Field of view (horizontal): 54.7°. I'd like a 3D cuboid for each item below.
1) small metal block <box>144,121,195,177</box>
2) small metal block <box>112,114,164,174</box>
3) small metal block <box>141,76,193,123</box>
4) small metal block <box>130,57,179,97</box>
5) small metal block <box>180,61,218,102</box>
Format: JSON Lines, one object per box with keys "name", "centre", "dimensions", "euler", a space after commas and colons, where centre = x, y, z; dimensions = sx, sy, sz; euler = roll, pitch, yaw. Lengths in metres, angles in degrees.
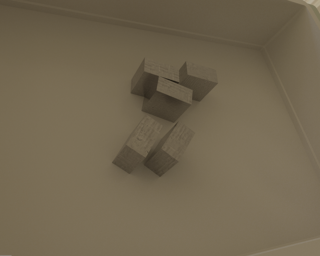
{"name": "small metal block", "centre": [0.012, 0.026, 0.382], "dimensions": [0.025, 0.050, 0.050], "euler": [38, 51, -4]}
{"name": "small metal block", "centre": [-0.026, 0.020, 0.365], "dimensions": [0.025, 0.050, 0.050], "euler": [35, 51, -6]}
{"name": "small metal block", "centre": [0.009, -0.037, 0.419], "dimensions": [0.050, 0.050, 0.025], "euler": [20, 54, -17]}
{"name": "small metal block", "centre": [-0.008, -0.065, 0.427], "dimensions": [0.050, 0.050, 0.025], "euler": [14, 56, -21]}
{"name": "small metal block", "centre": [0.050, -0.068, 0.460], "dimensions": [0.050, 0.050, 0.025], "euler": [11, 57, -23]}
